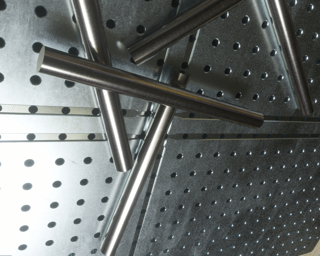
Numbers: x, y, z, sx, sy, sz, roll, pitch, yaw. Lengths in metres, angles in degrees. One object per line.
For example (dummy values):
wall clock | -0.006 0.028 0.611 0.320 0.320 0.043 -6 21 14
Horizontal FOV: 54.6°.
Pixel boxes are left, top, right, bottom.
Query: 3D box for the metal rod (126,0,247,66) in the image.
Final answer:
metal rod | 0.098 -0.157 0.340 0.301 0.025 0.025 -31 129 2

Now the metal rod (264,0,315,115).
metal rod | 0.177 -0.121 0.431 0.025 0.025 0.300 -40 129 -1

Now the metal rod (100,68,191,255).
metal rod | -0.027 0.060 0.432 0.025 0.025 0.298 9 114 -32

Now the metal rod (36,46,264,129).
metal rod | 0.016 -0.036 0.362 0.302 0.025 0.025 12 112 -33

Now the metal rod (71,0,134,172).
metal rod | -0.065 -0.071 0.330 0.025 0.025 0.298 -20 126 -17
